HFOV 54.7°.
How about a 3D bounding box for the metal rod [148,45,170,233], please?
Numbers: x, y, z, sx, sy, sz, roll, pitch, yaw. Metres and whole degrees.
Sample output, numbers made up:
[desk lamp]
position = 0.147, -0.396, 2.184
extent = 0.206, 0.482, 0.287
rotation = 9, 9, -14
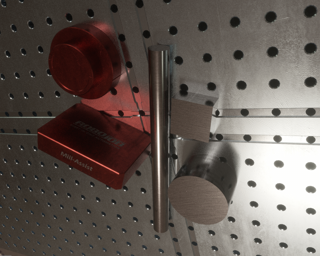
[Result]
[metal rod]
position = 0.000, 0.036, 0.431
extent = 0.025, 0.025, 0.298
rotation = 13, 124, 21

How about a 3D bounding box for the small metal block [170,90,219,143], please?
[small metal block]
position = 0.042, -0.015, 0.379
extent = 0.050, 0.025, 0.050
rotation = 14, 124, 20

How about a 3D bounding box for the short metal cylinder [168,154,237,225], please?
[short metal cylinder]
position = 0.057, 0.081, 0.414
extent = 0.080, 0.050, 0.079
rotation = 13, 124, 20

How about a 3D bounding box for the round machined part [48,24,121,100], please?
[round machined part]
position = -0.104, -0.081, 0.403
extent = 0.098, 0.042, 0.097
rotation = 13, 124, 20

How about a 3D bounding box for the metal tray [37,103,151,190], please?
[metal tray]
position = -0.087, 0.020, 0.425
extent = 0.130, 0.090, 0.030
rotation = 25, 127, 12
